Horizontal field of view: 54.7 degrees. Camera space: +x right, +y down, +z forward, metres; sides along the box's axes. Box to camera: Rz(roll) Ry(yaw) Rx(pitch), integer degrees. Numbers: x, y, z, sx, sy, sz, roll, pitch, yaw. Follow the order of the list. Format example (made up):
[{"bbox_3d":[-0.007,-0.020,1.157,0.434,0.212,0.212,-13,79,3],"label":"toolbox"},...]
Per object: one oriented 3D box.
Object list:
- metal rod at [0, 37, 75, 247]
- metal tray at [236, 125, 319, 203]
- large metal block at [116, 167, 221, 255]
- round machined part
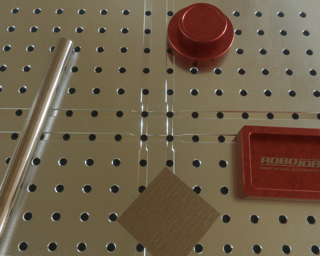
[{"bbox_3d":[-0.170,0.012,0.405,0.025,0.025,0.299,12,70,4],"label":"metal rod"},{"bbox_3d":[0.167,0.046,0.393,0.131,0.030,0.090,3,70,1],"label":"metal tray"},{"bbox_3d":[0.010,0.106,0.360,0.080,0.050,0.080,40,75,13],"label":"large metal block"},{"bbox_3d":[0.060,-0.143,0.455,0.099,0.042,0.098,0,70,0],"label":"round machined part"}]
